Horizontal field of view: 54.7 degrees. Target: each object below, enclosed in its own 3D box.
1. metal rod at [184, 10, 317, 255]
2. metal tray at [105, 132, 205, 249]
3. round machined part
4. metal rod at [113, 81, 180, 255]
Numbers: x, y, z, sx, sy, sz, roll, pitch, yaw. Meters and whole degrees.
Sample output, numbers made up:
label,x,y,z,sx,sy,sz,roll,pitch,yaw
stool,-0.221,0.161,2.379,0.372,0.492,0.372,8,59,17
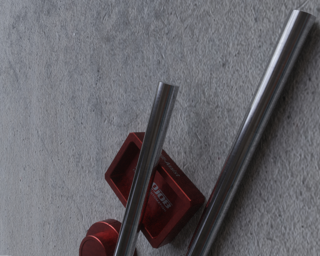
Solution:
label,x,y,z,sx,sy,sz,roll,pitch,yaw
metal rod,0.087,0.028,0.332,0.025,0.025,0.298,31,109,35
metal tray,-0.013,0.078,0.412,0.130,0.030,0.089,48,118,29
round machined part,-0.084,0.190,0.463,0.098,0.042,0.097,0,90,40
metal rod,-0.027,0.090,0.387,0.025,0.025,0.298,24,105,37
